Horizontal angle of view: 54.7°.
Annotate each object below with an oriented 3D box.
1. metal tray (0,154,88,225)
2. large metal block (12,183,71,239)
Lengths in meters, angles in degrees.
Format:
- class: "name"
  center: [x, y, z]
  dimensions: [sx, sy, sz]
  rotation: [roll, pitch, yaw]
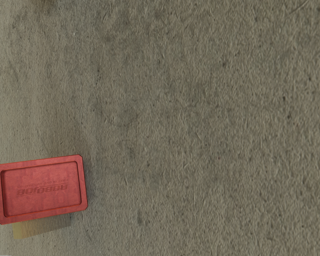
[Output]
- class: "metal tray"
  center: [-0.187, 0.095, 0.493]
  dimensions: [0.030, 0.131, 0.090]
  rotation: [151, 112, -71]
- class: "large metal block"
  center: [-0.209, 0.140, 0.537]
  dimensions: [0.050, 0.081, 0.080]
  rotation: [-24, 75, 48]
